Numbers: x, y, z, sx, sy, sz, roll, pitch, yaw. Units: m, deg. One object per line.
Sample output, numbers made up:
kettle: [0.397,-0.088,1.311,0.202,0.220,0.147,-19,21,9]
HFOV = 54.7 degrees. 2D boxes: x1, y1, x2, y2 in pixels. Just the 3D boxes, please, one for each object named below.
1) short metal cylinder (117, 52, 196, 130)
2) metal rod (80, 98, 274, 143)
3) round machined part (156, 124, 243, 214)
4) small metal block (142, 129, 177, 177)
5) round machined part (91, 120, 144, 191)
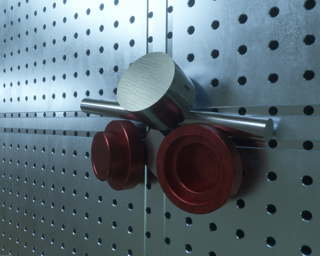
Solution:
short metal cylinder: [-0.004,-0.044,0.373,0.080,0.050,0.080,-17,55,27]
metal rod: [-0.004,-0.017,0.408,0.300,0.025,0.025,10,96,39]
round machined part: [0.047,0.044,0.352,0.098,0.042,0.097,2,94,37]
small metal block: [0.003,0.031,0.402,0.050,0.025,0.050,44,116,31]
round machined part: [-0.064,0.038,0.429,0.098,0.042,0.097,3,93,58]
